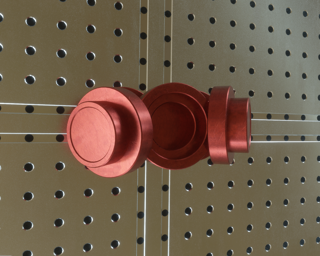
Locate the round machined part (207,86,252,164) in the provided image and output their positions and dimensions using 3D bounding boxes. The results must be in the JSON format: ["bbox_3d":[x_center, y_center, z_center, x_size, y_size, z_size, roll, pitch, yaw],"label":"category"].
[{"bbox_3d":[0.089,-0.004,0.384,0.042,0.098,0.097,0,90,20],"label":"round machined part"}]

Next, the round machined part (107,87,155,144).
[{"bbox_3d":[-0.045,-0.003,0.387,0.099,0.042,0.097,0,90,-21],"label":"round machined part"}]

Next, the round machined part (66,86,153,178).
[{"bbox_3d":[-0.060,0.005,0.328,0.042,0.098,0.097,-9,94,-58],"label":"round machined part"}]

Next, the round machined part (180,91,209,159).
[{"bbox_3d":[0.047,-0.003,0.422,0.099,0.042,0.097,0,90,-21],"label":"round machined part"}]

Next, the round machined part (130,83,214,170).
[{"bbox_3d":[0.011,-0.002,0.363,0.099,0.042,0.097,0,90,-21],"label":"round machined part"}]
